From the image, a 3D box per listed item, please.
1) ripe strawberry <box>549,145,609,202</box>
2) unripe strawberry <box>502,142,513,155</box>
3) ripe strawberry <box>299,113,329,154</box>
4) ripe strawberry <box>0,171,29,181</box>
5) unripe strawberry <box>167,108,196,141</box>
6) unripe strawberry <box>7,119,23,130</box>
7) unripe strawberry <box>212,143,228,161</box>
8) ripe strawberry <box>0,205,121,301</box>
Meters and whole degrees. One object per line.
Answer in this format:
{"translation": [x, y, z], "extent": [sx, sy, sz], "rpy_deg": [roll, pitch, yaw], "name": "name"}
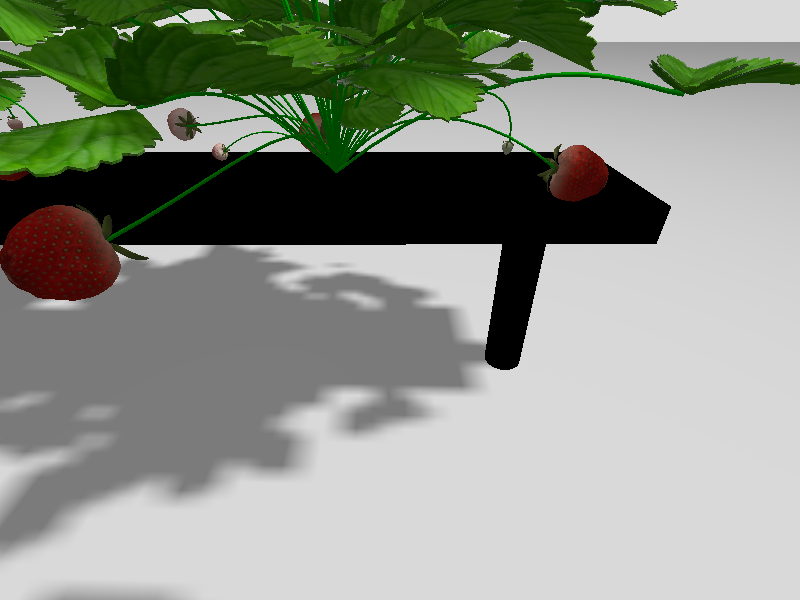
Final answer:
{"translation": [0.124, -0.086, 0.277], "extent": [0.037, 0.038, 0.034], "rpy_deg": [22, 39, 12], "name": "ripe strawberry"}
{"translation": [0.105, -0.149, 0.392], "extent": [0.011, 0.012, 0.011], "rpy_deg": [-11, 36, -16], "name": "unripe strawberry"}
{"translation": [-0.082, -0.164, 0.395], "extent": [0.037, 0.039, 0.040], "rpy_deg": [-12, 36, -17], "name": "ripe strawberry"}
{"translation": [-0.315, -0.111, 0.324], "extent": [0.030, 0.029, 0.027], "rpy_deg": [11, 35, -1], "name": "ripe strawberry"}
{"translation": [-0.239, -0.193, 0.438], "extent": [0.031, 0.032, 0.029], "rpy_deg": [20, 39, 27], "name": "unripe strawberry"}
{"translation": [-0.459, -0.209, 0.479], "extent": [0.014, 0.015, 0.015], "rpy_deg": [9, 35, 13], "name": "unripe strawberry"}
{"translation": [-0.169, -0.138, 0.374], "extent": [0.014, 0.015, 0.013], "rpy_deg": [-2, 32, 23], "name": "unripe strawberry"}
{"translation": [-0.149, -0.019, 0.176], "extent": [0.036, 0.041, 0.040], "rpy_deg": [15, 38, 21], "name": "ripe strawberry"}
